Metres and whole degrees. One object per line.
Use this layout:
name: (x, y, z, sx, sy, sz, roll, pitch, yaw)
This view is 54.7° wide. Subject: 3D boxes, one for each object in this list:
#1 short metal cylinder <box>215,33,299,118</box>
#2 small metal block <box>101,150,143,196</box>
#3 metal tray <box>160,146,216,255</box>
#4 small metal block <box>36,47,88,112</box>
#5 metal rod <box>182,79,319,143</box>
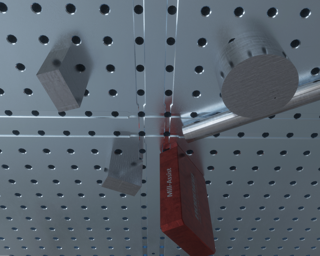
short metal cylinder: (0.106, -0.058, 0.348, 0.081, 0.050, 0.079, 0, 130, 0)
small metal block: (-0.054, 0.066, 0.450, 0.050, 0.050, 0.025, 21, 127, -17)
metal tray: (0.036, 0.099, 0.428, 0.030, 0.130, 0.090, -26, 126, 20)
small metal block: (-0.107, -0.054, 0.348, 0.025, 0.050, 0.050, -12, 129, 10)
metal rod: (0.172, -0.039, 0.380, 0.301, 0.025, 0.025, -19, 128, 15)
